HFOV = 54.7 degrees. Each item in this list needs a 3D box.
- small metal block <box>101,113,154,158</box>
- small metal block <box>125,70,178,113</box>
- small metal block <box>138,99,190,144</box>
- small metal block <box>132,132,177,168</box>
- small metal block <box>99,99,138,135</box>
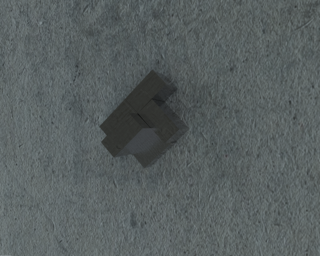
[{"bbox_3d":[-0.036,0.008,0.382,0.050,0.050,0.025,-45,76,14],"label":"small metal block"},{"bbox_3d":[-0.010,-0.044,0.399,0.050,0.050,0.025,-45,76,14],"label":"small metal block"},{"bbox_3d":[0.006,-0.008,0.394,0.025,0.050,0.050,-45,77,14],"label":"small metal block"},{"bbox_3d":[-0.015,0.018,0.415,0.050,0.025,0.050,-44,77,14],"label":"small metal block"},{"bbox_3d":[-0.044,-0.010,0.411,0.050,0.050,0.025,-45,76,14],"label":"small metal block"}]
